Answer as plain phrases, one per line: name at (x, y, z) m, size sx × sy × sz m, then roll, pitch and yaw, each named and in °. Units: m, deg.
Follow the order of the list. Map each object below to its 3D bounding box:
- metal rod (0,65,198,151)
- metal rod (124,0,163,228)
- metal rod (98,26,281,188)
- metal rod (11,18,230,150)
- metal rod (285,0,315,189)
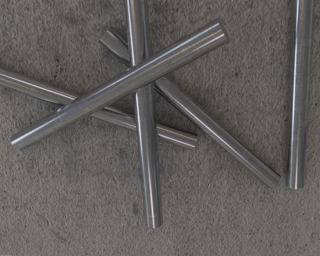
metal rod at (-0.096, -0.029, 0.397) m, size 0.302 × 0.025 × 0.025 m, roll 19°, pitch 109°, yaw -7°
metal rod at (-0.017, -0.008, 0.378) m, size 0.025 × 0.025 × 0.298 m, roll -3°, pitch 110°, yaw 1°
metal rod at (0.048, -0.018, 0.403) m, size 0.301 × 0.025 × 0.025 m, roll 39°, pitch 105°, yaw -14°
metal rod at (-0.064, -0.037, 0.353) m, size 0.300 × 0.025 × 0.025 m, roll -24°, pitch 109°, yaw 25°
metal rod at (0.175, -0.059, 0.389) m, size 0.025 × 0.025 × 0.298 m, roll -6°, pitch 110°, yaw 2°
